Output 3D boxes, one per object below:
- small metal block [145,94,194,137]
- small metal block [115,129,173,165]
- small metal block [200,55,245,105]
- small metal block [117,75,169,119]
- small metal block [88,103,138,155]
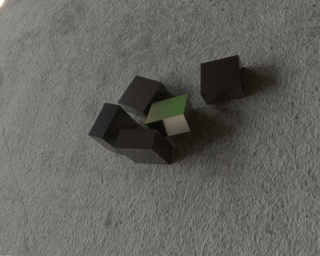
[{"bbox_3d":[0.013,-0.015,0.394,0.050,0.025,0.050,-14,31,20],"label":"small metal block"},{"bbox_3d":[-0.018,0.024,0.383,0.050,0.050,0.025,0,63,28],"label":"small metal block"},{"bbox_3d":[0.080,-0.062,0.400,0.050,0.025,0.050,-9,58,23],"label":"small metal block"},{"bbox_3d":[-0.024,-0.044,0.443,0.050,0.025,0.050,22,73,36],"label":"small metal block"},{"bbox_3d":[-0.062,0.001,0.420,0.025,0.050,0.050,12,68,33],"label":"small metal block"}]
